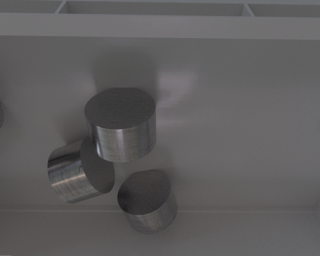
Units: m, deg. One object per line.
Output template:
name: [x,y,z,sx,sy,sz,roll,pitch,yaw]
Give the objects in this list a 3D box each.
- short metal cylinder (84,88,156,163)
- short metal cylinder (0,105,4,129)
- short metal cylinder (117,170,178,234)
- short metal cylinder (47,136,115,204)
short metal cylinder: [-0.045,-0.005,0.368,0.080,0.080,0.050,-1,130,0]
short metal cylinder: [-0.236,-0.010,0.362,0.050,0.080,0.080,-36,122,26]
short metal cylinder: [-0.018,0.110,0.467,0.080,0.080,0.050,-10,129,8]
short metal cylinder: [-0.104,0.056,0.420,0.050,0.080,0.080,-21,127,16]
